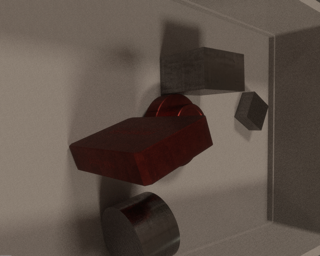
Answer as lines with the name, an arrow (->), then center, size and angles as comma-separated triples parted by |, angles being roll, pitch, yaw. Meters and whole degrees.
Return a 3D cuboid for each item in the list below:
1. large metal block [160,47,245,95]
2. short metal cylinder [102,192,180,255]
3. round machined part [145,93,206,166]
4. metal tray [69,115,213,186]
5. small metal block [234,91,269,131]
large metal block -> 0.057, -0.073, 0.421 | 0.081, 0.080, 0.050 | -3, 92, -40
short metal cylinder -> -0.023, 0.120, 0.353 | 0.050, 0.080, 0.079 | -15, 100, -39
round machined part -> 0.027, 0.003, 0.412 | 0.099, 0.042, 0.097 | 3, 86, -48
metal tray -> -0.023, 0.017, 0.320 | 0.091, 0.130, 0.030 | -27, 107, -37
small metal block -> 0.162, -0.029, 0.546 | 0.050, 0.025, 0.050 | 35, 69, -35
